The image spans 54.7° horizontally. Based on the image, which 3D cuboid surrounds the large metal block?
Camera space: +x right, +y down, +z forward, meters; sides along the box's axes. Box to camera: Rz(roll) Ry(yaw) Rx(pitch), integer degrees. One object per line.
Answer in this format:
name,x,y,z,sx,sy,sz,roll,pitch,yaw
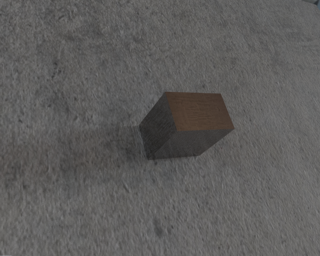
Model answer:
large metal block,0.030,-0.001,0.387,0.081,0.080,0.050,-2,63,-29
